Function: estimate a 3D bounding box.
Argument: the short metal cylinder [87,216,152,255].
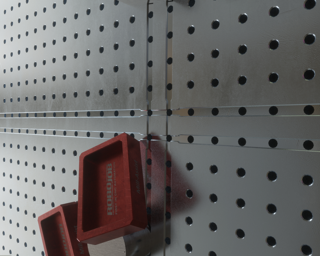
[{"bbox_3d":[-0.058,0.161,0.441,0.080,0.050,0.079,0,90,40],"label":"short metal cylinder"}]

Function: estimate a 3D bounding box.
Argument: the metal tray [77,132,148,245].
[{"bbox_3d":[-0.067,0.080,0.419,0.090,0.030,0.130,-25,52,23],"label":"metal tray"}]

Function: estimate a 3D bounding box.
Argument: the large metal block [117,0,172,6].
[{"bbox_3d":[-0.026,-0.216,0.414,0.080,0.050,0.079,12,98,39],"label":"large metal block"}]

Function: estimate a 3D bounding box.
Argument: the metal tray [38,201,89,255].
[{"bbox_3d":[-0.167,0.206,0.543,0.090,0.030,0.130,-31,71,35],"label":"metal tray"}]
